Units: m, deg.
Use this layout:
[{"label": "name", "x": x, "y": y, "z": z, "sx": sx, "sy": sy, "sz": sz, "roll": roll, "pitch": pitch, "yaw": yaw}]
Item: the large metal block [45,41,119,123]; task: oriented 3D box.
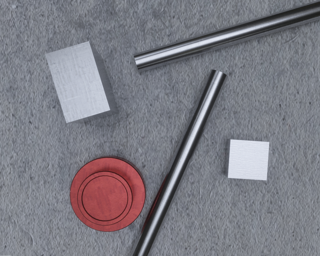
[{"label": "large metal block", "x": -0.091, "y": -0.051, "z": 0.381, "sx": 0.050, "sy": 0.080, "sz": 0.080, "roll": -17, "pitch": 90, "yaw": 0}]

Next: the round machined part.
[{"label": "round machined part", "x": -0.068, "y": 0.086, "z": 0.401, "sx": 0.099, "sy": 0.042, "sz": 0.097, "roll": 0, "pitch": 90, "yaw": -1}]

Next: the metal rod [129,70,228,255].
[{"label": "metal rod", "x": 0.019, "y": 0.065, "z": 0.410, "sx": 0.025, "sy": 0.025, "sz": 0.299, "roll": 24, "pitch": 90, "yaw": -1}]

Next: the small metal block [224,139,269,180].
[{"label": "small metal block", "x": 0.114, "y": 0.041, "z": 0.412, "sx": 0.050, "sy": 0.025, "sz": 0.050, "roll": 4, "pitch": 90, "yaw": -1}]

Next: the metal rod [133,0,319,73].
[{"label": "metal rod", "x": 0.113, "y": -0.128, "z": 0.411, "sx": 0.302, "sy": 0.025, "sz": 0.025, "roll": -17, "pitch": 90, "yaw": -1}]
